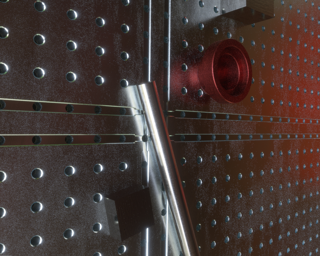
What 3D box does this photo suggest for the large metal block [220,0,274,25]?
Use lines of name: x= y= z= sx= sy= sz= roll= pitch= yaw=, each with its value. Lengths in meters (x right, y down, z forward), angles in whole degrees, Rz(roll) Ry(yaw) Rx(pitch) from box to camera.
large metal block: x=0.146 y=-0.227 z=0.518 sx=0.081 sy=0.050 sz=0.079 roll=-1 pitch=91 yaw=-40

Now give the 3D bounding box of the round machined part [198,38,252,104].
round machined part: x=0.098 y=-0.086 z=0.483 sx=0.099 sy=0.042 sz=0.097 roll=0 pitch=90 yaw=-40

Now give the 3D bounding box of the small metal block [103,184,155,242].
small metal block: x=-0.037 y=0.102 z=0.380 sx=0.050 sy=0.025 sz=0.050 roll=-14 pitch=99 yaw=-39

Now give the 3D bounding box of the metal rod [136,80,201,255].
metal rod: x=0.019 y=0.083 z=0.427 sx=0.025 sy=0.025 sz=0.298 roll=-25 pitch=106 yaw=-38
